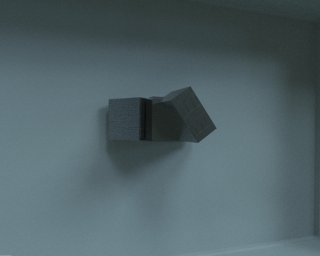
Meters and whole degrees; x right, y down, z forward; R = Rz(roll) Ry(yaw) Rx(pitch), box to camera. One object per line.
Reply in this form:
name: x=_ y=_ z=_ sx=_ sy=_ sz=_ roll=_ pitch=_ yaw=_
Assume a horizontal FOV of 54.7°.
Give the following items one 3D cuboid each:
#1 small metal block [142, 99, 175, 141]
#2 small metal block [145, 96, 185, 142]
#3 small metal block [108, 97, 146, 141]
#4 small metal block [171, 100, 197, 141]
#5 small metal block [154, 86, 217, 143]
small metal block: x=-0.003 y=-0.009 z=0.394 sx=0.025 sy=0.050 sz=0.050 roll=1 pitch=90 yaw=-20
small metal block: x=0.011 y=-0.009 z=0.359 sx=0.050 sy=0.025 sz=0.050 roll=1 pitch=90 yaw=-20
small metal block: x=-0.036 y=-0.010 z=0.379 sx=0.025 sy=0.050 sz=0.050 roll=1 pitch=90 yaw=-54
small metal block: x=0.032 y=-0.009 z=0.405 sx=0.025 sy=0.050 sz=0.050 roll=1 pitch=90 yaw=14
small metal block: x=0.025 y=-0.013 z=0.324 sx=0.025 sy=0.050 sz=0.050 roll=-37 pitch=102 yaw=-16
